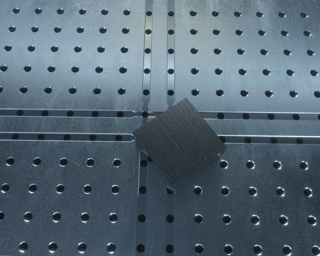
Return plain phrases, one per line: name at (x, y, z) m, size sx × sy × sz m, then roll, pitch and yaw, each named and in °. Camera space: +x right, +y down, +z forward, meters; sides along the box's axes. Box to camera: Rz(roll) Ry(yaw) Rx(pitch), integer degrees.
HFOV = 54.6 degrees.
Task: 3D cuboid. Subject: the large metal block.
large metal block at (0.023, 0.022, 0.391) m, size 0.080 × 0.050 × 0.080 m, roll -34°, pitch 74°, yaw -11°
